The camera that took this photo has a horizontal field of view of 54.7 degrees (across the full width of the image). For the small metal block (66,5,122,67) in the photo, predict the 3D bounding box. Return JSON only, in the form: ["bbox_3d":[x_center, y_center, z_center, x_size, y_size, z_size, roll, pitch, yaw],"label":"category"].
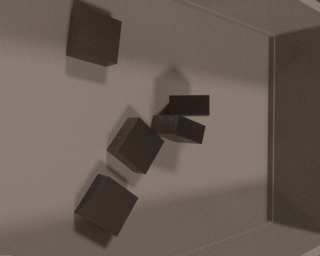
[{"bbox_3d":[-0.073,-0.101,0.346,0.050,0.025,0.050,9,84,-40],"label":"small metal block"}]

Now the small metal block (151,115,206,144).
[{"bbox_3d":[0.023,0.002,0.412,0.050,0.050,0.025,20,78,-39],"label":"small metal block"}]

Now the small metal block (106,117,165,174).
[{"bbox_3d":[-0.029,0.022,0.384,0.050,0.025,0.050,45,63,-31],"label":"small metal block"}]

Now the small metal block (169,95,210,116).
[{"bbox_3d":[0.040,-0.029,0.412,0.050,0.050,0.025,-1,91,-83],"label":"small metal block"}]

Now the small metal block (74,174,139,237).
[{"bbox_3d":[-0.061,0.089,0.357,0.050,0.025,0.050,44,63,-31],"label":"small metal block"}]
